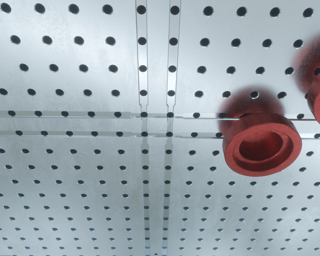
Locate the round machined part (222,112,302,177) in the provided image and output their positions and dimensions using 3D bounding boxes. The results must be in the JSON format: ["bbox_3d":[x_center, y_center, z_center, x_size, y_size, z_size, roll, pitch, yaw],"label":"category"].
[{"bbox_3d":[0.133,0.018,0.417,0.099,0.042,0.097,0,130,0],"label":"round machined part"}]

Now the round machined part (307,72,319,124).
[{"bbox_3d":[0.223,-0.046,0.363,0.099,0.042,0.097,0,130,0],"label":"round machined part"}]
